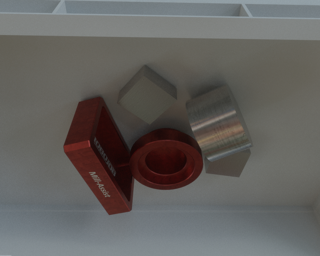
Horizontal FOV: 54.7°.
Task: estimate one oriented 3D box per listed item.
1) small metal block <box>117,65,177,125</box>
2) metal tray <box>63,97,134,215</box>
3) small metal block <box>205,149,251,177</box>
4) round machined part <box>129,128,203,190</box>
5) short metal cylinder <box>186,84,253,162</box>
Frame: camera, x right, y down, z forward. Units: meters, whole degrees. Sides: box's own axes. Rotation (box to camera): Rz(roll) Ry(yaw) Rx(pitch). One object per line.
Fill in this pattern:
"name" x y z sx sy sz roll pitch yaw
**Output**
"small metal block" -0.015 -0.039 0.373 0.050 0.025 0.050 34 123 -24
"metal tray" -0.069 0.037 0.395 0.030 0.090 0.129 -13 129 11
"small metal block" 0.095 0.042 0.444 0.050 0.025 0.050 8 129 -6
"round machined part" 0.008 0.038 0.427 0.099 0.042 0.097 -1 130 0
"short metal cylinder" 0.071 -0.006 0.367 0.050 0.080 0.080 -23 127 18
